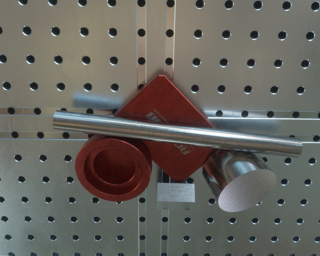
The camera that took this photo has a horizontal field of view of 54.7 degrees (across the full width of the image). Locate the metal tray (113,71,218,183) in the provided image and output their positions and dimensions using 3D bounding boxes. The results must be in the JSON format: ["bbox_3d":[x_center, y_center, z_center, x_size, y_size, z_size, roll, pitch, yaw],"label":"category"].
[{"bbox_3d":[0.014,0.001,0.413,0.090,0.030,0.130,-42,106,13],"label":"metal tray"}]

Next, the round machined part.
[{"bbox_3d":[-0.059,0.047,0.416,0.099,0.042,0.097,2,116,4],"label":"round machined part"}]

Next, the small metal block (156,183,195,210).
[{"bbox_3d":[0.020,0.097,0.435,0.050,0.025,0.050,2,153,-2],"label":"small metal block"}]

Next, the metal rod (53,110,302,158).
[{"bbox_3d":[0.024,0.008,0.383,0.302,0.025,0.025,7,110,-3],"label":"metal rod"}]

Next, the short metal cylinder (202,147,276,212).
[{"bbox_3d":[0.103,0.065,0.409,0.081,0.050,0.079,-11,131,-13],"label":"short metal cylinder"}]
